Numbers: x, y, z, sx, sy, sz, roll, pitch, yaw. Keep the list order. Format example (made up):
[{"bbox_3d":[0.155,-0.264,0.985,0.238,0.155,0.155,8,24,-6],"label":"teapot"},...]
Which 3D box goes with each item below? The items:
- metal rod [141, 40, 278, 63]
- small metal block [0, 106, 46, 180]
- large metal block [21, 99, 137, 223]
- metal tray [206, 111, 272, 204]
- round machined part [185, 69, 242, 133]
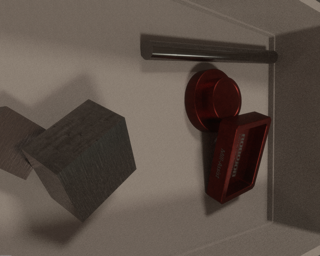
[{"bbox_3d":[0.098,-0.117,0.490,0.302,0.025,0.025,-9,96,-40],"label":"metal rod"},{"bbox_3d":[-0.139,0.014,0.291,0.050,0.025,0.050,38,67,-34],"label":"small metal block"},{"bbox_3d":[-0.074,0.032,0.309,0.080,0.050,0.080,-44,146,-31],"label":"large metal block"},{"bbox_3d":[0.122,0.045,0.480,0.091,0.030,0.129,-12,119,-40],"label":"metal tray"},{"bbox_3d":[0.087,-0.041,0.471,0.099,0.042,0.097,0,90,-40],"label":"round machined part"}]
